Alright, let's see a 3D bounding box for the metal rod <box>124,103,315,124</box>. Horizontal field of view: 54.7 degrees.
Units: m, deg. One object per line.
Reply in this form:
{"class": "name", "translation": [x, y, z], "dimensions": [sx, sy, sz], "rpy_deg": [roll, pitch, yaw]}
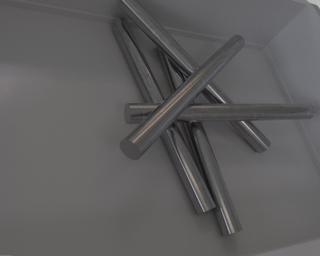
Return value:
{"class": "metal rod", "translation": [0.099, -0.022, 0.430], "dimensions": [0.303, 0.025, 0.025], "rpy_deg": [-2, 63, -25]}

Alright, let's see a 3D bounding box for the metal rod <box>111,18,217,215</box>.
{"class": "metal rod", "translation": [-0.002, -0.029, 0.421], "dimensions": [0.025, 0.025, 0.299], "rpy_deg": [-12, 68, -33]}

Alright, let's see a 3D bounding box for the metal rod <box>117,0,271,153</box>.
{"class": "metal rod", "translation": [0.054, -0.076, 0.452], "dimensions": [0.300, 0.025, 0.025], "rpy_deg": [45, 51, -8]}

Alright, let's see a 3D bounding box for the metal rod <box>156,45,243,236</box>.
{"class": "metal rod", "translation": [0.047, -0.004, 0.432], "dimensions": [0.025, 0.025, 0.299], "rpy_deg": [-4, 64, -30]}

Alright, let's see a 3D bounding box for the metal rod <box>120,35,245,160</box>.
{"class": "metal rod", "translation": [0.048, -0.059, 0.404], "dimensions": [0.025, 0.025, 0.301], "rpy_deg": [43, 48, 1]}
